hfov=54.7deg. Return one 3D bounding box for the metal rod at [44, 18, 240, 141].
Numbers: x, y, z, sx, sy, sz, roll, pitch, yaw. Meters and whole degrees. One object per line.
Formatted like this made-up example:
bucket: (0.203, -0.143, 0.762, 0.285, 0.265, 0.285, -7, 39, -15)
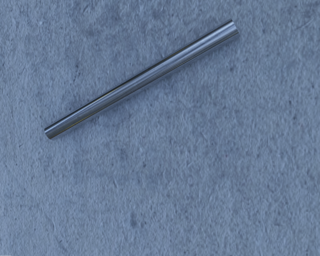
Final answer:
metal rod: (-0.036, -0.057, 0.420, 0.300, 0.025, 0.025, -27, 81, 17)
